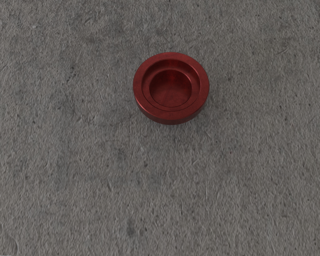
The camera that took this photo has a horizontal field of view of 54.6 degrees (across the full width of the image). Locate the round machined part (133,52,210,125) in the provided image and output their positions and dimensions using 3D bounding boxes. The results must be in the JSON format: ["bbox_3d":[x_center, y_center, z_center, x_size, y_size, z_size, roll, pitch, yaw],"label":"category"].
[{"bbox_3d":[0.015,-0.049,0.417,0.099,0.042,0.098,0,70,0],"label":"round machined part"}]
